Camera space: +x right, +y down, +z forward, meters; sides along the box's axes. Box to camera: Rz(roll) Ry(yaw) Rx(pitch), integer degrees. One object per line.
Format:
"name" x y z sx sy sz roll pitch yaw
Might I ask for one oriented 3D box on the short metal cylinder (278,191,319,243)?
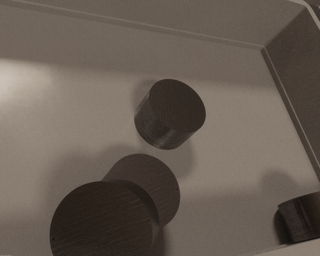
"short metal cylinder" 0.206 0.118 0.412 0.081 0.080 0.050 1 62 -28

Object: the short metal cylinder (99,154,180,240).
"short metal cylinder" -0.026 0.074 0.332 0.081 0.050 0.080 14 56 -21

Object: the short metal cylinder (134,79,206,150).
"short metal cylinder" 0.013 -0.018 0.409 0.081 0.050 0.080 14 56 -21

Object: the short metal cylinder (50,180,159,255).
"short metal cylinder" -0.043 0.084 0.262 0.080 0.050 0.080 -1 82 5
